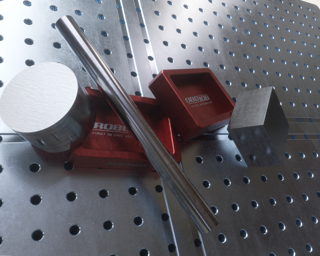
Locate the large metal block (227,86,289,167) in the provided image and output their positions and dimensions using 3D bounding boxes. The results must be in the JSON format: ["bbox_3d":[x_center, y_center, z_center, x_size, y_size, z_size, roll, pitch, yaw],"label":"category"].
[{"bbox_3d":[0.145,-0.001,0.448,0.080,0.050,0.080,55,45,-30],"label":"large metal block"}]

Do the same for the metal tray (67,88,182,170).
[{"bbox_3d":[-0.043,0.003,0.379,0.131,0.030,0.090,6,59,-25],"label":"metal tray"}]

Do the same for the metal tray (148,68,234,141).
[{"bbox_3d":[0.054,-0.039,0.433,0.131,0.030,0.090,-16,70,-52],"label":"metal tray"}]

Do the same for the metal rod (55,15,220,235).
[{"bbox_3d":[-0.032,-0.011,0.359,0.025,0.025,0.299,-28,77,-37],"label":"metal rod"}]

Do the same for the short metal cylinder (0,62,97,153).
[{"bbox_3d":[-0.113,-0.021,0.321,0.080,0.050,0.080,-4,63,9],"label":"short metal cylinder"}]
